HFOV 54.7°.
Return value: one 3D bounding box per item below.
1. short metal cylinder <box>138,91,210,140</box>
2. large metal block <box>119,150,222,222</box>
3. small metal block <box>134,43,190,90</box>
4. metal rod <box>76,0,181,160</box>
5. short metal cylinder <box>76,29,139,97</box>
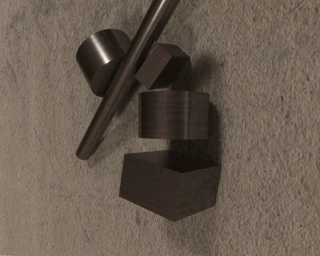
[{"bbox_3d":[0.016,-0.014,0.355,0.080,0.081,0.050,1,91,39],"label":"short metal cylinder"},{"bbox_3d":[0.013,0.061,0.357,0.080,0.081,0.050,13,99,39],"label":"large metal block"},{"bbox_3d":[0.003,-0.075,0.381,0.025,0.050,0.050,45,118,14],"label":"small metal block"},{"bbox_3d":[-0.057,-0.048,0.410,0.025,0.025,0.298,58,135,23],"label":"metal rod"},{"bbox_3d":[-0.066,-0.086,0.421,0.080,0.081,0.050,-45,63,30],"label":"short metal cylinder"}]
